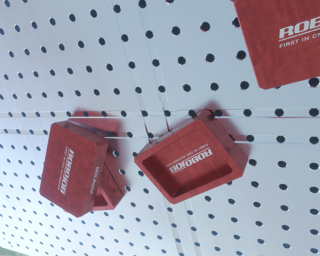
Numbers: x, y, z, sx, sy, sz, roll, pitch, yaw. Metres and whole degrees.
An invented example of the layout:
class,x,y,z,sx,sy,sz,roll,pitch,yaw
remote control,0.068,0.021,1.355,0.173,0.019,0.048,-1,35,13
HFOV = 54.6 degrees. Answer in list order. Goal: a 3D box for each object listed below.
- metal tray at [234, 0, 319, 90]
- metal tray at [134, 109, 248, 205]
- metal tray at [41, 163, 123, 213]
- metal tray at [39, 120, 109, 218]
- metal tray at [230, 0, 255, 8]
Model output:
class,x,y,z,sx,sy,sz,roll,pitch,yaw
metal tray,0.137,-0.091,0.257,0.130,0.030,0.090,-13,122,24
metal tray,0.037,0.044,0.415,0.130,0.030,0.090,-34,100,38
metal tray,-0.138,0.102,0.544,0.130,0.030,0.090,-14,112,33
metal tray,-0.138,0.064,0.488,0.090,0.030,0.129,23,108,22
metal tray,0.073,-0.182,0.256,0.090,0.030,0.129,34,129,5
